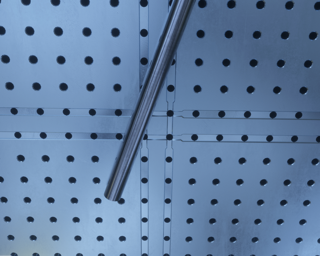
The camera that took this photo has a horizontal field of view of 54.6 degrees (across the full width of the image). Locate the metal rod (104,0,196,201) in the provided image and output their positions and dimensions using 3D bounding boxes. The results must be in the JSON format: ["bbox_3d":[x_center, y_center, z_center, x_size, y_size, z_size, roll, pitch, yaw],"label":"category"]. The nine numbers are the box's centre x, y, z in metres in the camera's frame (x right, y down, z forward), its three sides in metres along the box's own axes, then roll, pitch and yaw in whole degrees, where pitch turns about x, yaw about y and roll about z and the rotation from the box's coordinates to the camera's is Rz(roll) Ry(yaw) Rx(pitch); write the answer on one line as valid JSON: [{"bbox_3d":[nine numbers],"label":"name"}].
[{"bbox_3d":[-0.017,-0.033,0.400,0.025,0.025,0.298,19,109,-7],"label":"metal rod"}]
